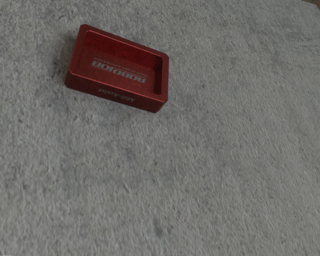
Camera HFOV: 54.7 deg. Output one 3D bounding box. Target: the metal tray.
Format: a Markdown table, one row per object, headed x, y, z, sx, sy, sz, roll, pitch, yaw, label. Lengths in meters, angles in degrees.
| x | y | z | sx | sy | sz | roll | pitch | yaw | label |
| --- | --- | --- | --- | --- | --- | --- | --- | --- | --- |
| -0.053 | -0.080 | 0.421 | 0.131 | 0.030 | 0.090 | 16 | 55 | -20 | metal tray |
